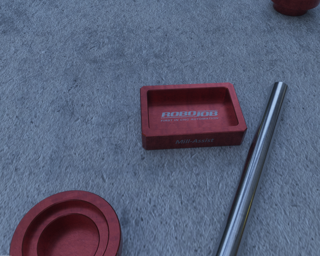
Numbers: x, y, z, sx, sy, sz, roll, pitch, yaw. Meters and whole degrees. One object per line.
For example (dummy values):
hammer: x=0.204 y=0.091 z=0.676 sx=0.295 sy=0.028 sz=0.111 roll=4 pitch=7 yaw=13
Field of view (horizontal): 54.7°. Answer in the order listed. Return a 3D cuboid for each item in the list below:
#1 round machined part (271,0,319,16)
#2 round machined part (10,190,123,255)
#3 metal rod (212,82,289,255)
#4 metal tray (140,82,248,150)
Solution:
round machined part: x=0.264 y=-0.257 z=0.612 sx=0.099 sy=0.042 sz=0.098 roll=0 pitch=50 yaw=0
round machined part: x=-0.085 y=0.113 z=0.296 sx=0.099 sy=0.042 sz=0.098 roll=0 pitch=50 yaw=0
metal rod: x=0.111 y=0.046 z=0.365 sx=0.025 sy=0.025 sz=0.301 roll=20 pitch=53 yaw=16
metal tray: x=0.040 y=-0.018 z=0.415 sx=0.131 sy=0.030 sz=0.090 roll=-3 pitch=50 yaw=-3
